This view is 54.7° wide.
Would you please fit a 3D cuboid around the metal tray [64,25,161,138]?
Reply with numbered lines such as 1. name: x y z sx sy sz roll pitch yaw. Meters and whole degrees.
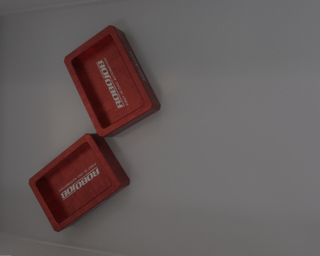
1. metal tray: -0.068 -0.063 0.431 0.090 0.030 0.130 -29 81 17

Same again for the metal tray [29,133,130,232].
1. metal tray: -0.119 0.078 0.449 0.130 0.030 0.090 -37 78 16
